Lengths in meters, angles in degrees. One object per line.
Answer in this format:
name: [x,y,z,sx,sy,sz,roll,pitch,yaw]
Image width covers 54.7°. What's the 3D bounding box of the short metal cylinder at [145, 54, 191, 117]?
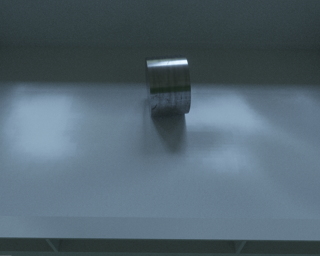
short metal cylinder: [0.009,-0.057,0.417,0.050,0.080,0.080,-5,50,-5]
